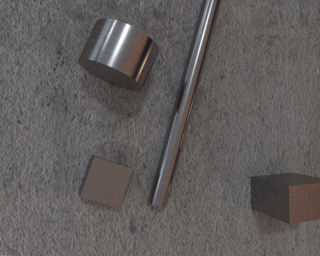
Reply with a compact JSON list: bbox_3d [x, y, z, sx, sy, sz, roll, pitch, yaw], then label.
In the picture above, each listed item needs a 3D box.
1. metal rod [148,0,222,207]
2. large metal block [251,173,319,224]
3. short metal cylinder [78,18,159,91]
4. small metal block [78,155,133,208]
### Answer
[{"bbox_3d":[0.036,-0.042,0.423,0.025,0.025,0.299,18,84,-20],"label":"metal rod"},{"bbox_3d":[0.192,0.099,0.453,0.081,0.080,0.050,-2,91,-20],"label":"large metal block"},{"bbox_3d":[-0.048,-0.083,0.363,0.080,0.080,0.050,25,82,-19],"label":"short metal cylinder"},{"bbox_3d":[-0.068,0.066,0.385,0.050,0.025,0.050,21,83,-19],"label":"small metal block"}]
